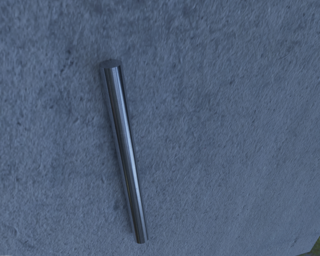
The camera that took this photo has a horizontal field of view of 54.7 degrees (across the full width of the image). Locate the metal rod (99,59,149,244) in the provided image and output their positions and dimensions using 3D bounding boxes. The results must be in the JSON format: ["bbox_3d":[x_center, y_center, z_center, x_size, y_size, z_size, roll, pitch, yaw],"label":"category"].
[{"bbox_3d":[-0.042,0.054,0.418,0.025,0.025,0.298,-18,126,-18],"label":"metal rod"}]
